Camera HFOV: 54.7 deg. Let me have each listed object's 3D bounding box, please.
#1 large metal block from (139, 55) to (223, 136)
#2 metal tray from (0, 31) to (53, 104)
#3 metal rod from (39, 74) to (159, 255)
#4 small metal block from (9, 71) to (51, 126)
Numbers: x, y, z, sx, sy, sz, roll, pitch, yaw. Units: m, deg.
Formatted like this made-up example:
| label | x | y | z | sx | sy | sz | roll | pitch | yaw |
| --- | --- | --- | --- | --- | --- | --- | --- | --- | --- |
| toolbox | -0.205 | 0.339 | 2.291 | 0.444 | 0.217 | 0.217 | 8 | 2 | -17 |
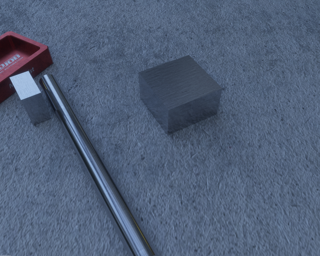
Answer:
| label | x | y | z | sx | sy | sz | roll | pitch | yaw |
| --- | --- | --- | --- | --- | --- | --- | --- | --- | --- |
| large metal block | 0.026 | -0.047 | 0.427 | 0.081 | 0.050 | 0.080 | -23 | 54 | -19 |
| metal tray | -0.244 | -0.093 | 0.474 | 0.090 | 0.030 | 0.130 | 25 | 54 | 19 |
| metal rod | -0.089 | 0.029 | 0.377 | 0.025 | 0.025 | 0.300 | -25 | 54 | -20 |
| small metal block | -0.174 | -0.040 | 0.418 | 0.025 | 0.050 | 0.050 | -26 | 55 | -21 |
